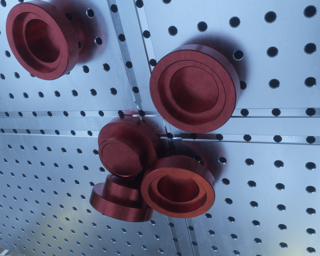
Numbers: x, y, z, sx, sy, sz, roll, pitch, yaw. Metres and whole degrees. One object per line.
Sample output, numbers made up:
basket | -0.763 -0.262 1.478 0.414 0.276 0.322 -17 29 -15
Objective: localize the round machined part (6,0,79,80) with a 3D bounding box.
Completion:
round machined part | -0.146 -0.115 0.404 0.098 0.042 0.097 13 124 20

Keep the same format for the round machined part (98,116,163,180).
round machined part | -0.048 0.035 0.446 0.098 0.042 0.097 13 124 20

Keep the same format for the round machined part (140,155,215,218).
round machined part | 0.026 0.075 0.422 0.099 0.042 0.097 6 127 8

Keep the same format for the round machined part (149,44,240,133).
round machined part | 0.041 -0.046 0.349 0.098 0.042 0.097 13 124 20

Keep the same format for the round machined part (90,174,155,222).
round machined part | -0.051 0.098 0.459 0.098 0.098 0.042 17 95 18
